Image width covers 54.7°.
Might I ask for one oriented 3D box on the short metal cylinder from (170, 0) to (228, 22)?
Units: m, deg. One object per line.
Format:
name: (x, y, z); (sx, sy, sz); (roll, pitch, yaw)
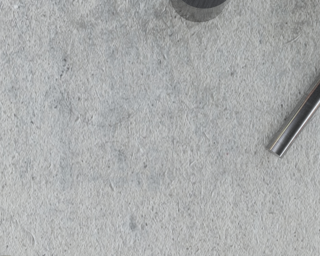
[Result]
short metal cylinder: (0.053, -0.184, 0.398); (0.081, 0.050, 0.080); (0, 90, 0)

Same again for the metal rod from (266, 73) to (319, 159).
metal rod: (0.239, -0.087, 0.412); (0.025, 0.025, 0.299); (36, 90, 0)
